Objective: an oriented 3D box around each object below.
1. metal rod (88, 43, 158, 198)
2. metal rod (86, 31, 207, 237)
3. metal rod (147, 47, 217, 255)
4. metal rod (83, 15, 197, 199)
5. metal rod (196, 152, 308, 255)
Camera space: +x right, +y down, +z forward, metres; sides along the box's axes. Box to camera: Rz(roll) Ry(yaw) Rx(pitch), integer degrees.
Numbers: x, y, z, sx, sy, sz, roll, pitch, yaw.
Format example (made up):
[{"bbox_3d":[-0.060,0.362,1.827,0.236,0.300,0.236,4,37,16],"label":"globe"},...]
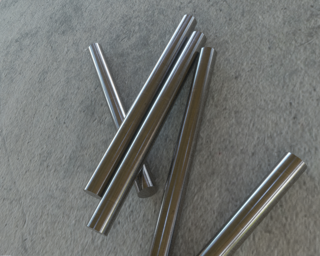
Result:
[{"bbox_3d":[-0.064,-0.032,0.455,0.025,0.025,0.300,-31,52,8],"label":"metal rod"},{"bbox_3d":[-0.005,-0.012,0.389,0.025,0.025,0.300,10,59,32],"label":"metal rod"},{"bbox_3d":[0.030,0.027,0.370,0.025,0.025,0.300,2,62,29],"label":"metal rod"},{"bbox_3d":[-0.015,-0.045,0.415,0.025,0.025,0.300,9,59,32],"label":"metal rod"},{"bbox_3d":[0.035,0.142,0.297,0.300,0.025,0.025,-47,52,-5],"label":"metal rod"}]
